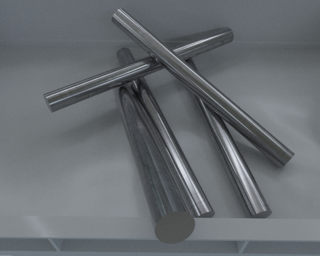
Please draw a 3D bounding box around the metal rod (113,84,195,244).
[{"bbox_3d":[-0.023,0.002,0.321,0.025,0.025,0.300,-11,25,-9],"label":"metal rod"}]

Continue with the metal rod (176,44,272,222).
[{"bbox_3d":[0.069,-0.018,0.420,0.025,0.025,0.300,-11,51,-9],"label":"metal rod"}]

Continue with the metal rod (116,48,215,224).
[{"bbox_3d":[-0.006,-0.013,0.415,0.025,0.025,0.300,-16,52,-13],"label":"metal rod"}]

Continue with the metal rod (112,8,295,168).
[{"bbox_3d":[0.047,-0.060,0.408,0.300,0.025,0.025,43,61,13],"label":"metal rod"}]

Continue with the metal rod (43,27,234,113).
[{"bbox_3d":[-0.014,-0.090,0.443,0.302,0.025,0.025,-26,55,-23],"label":"metal rod"}]
